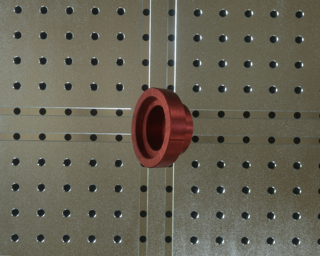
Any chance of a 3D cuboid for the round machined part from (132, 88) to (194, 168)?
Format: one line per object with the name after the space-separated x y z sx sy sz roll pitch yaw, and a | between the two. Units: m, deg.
0.005 0.000 0.386 0.042 0.098 0.097 3 90 -31 | round machined part
